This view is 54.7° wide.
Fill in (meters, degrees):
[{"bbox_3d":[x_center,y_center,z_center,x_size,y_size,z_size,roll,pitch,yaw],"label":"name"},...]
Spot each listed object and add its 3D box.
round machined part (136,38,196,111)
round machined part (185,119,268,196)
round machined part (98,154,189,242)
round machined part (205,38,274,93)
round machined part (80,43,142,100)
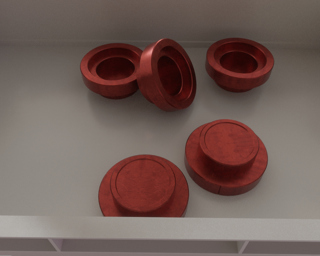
[{"bbox_3d":[0.006,-0.070,0.429,0.042,0.098,0.098,-12,39,39],"label":"round machined part"},{"bbox_3d":[0.080,0.028,0.371,0.099,0.042,0.098,0,50,0],"label":"round machined part"},{"bbox_3d":[-0.018,0.068,0.337,0.099,0.042,0.098,0,50,0],"label":"round machined part"},{"bbox_3d":[0.118,-0.092,0.472,0.099,0.042,0.098,0,50,0],"label":"round machined part"},{"bbox_3d":[-0.065,-0.081,0.461,0.099,0.042,0.098,0,50,0],"label":"round machined part"}]
